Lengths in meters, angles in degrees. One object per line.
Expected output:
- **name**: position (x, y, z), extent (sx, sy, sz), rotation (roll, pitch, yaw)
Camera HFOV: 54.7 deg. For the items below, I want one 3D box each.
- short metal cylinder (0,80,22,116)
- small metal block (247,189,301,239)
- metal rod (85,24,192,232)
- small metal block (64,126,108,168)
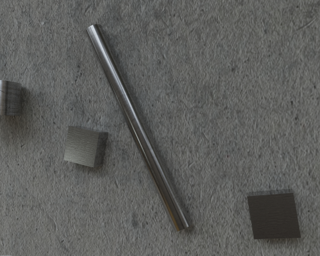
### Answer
- **short metal cylinder**: position (-0.255, -0.045, 0.470), extent (0.080, 0.080, 0.050), rotation (3, 91, 20)
- **small metal block**: position (0.133, 0.100, 0.362), extent (0.050, 0.025, 0.050), rotation (-9, 87, 19)
- **metal rod**: position (-0.032, -0.006, 0.420), extent (0.025, 0.025, 0.299), rotation (-28, 81, 18)
- **small metal block**: position (-0.107, 0.026, 0.447), extent (0.050, 0.025, 0.050), rotation (11, 94, 19)
